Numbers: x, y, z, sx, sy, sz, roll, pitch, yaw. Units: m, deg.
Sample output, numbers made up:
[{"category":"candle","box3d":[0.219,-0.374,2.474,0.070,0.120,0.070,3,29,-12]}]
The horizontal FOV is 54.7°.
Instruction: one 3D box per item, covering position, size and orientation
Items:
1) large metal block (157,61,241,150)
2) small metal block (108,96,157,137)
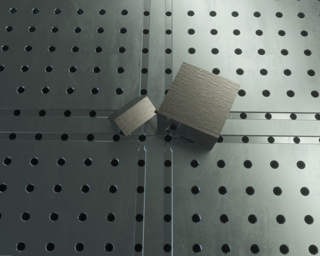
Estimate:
[{"category":"large metal block","box3d":[0.050,-0.029,0.410,0.080,0.050,0.080,24,72,8]},{"category":"small metal block","box3d":[-0.037,-0.016,0.401,0.050,0.050,0.025,-37,105,-13]}]
